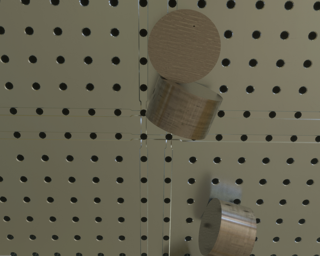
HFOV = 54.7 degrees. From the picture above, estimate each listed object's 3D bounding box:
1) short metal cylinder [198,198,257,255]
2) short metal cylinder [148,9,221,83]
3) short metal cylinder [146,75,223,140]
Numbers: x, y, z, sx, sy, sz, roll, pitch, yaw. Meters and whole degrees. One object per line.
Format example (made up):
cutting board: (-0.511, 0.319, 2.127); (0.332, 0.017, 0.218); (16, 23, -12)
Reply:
short metal cylinder: (0.093, 0.145, 0.438); (0.050, 0.080, 0.079); (18, 109, -7)
short metal cylinder: (0.027, -0.097, 0.364); (0.081, 0.050, 0.079); (0, 110, 0)
short metal cylinder: (0.029, -0.027, 0.374); (0.080, 0.080, 0.050); (19, 109, -7)
